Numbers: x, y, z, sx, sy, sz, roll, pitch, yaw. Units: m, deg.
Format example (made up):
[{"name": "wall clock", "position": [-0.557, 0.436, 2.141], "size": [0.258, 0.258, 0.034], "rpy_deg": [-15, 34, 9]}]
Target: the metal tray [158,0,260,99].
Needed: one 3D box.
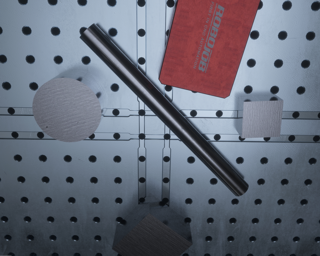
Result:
[{"name": "metal tray", "position": [0.056, -0.109, 0.372], "size": [0.091, 0.030, 0.129], "rpy_deg": [12, 110, -5]}]

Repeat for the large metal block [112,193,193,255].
[{"name": "large metal block", "position": [-0.011, 0.158, 0.458], "size": [0.080, 0.050, 0.080], "rpy_deg": [40, 105, -14]}]

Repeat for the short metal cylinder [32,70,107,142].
[{"name": "short metal cylinder", "position": [-0.110, -0.028, 0.388], "size": [0.081, 0.050, 0.079], "rpy_deg": [0, 110, -1]}]

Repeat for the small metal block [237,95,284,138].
[{"name": "small metal block", "position": [0.131, -0.015, 0.410], "size": [0.050, 0.025, 0.050], "rpy_deg": [-2, 110, 0]}]

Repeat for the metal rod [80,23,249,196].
[{"name": "metal rod", "position": [0.015, -0.014, 0.408], "size": [0.025, 0.025, 0.300], "rpy_deg": [-41, 106, 13]}]
